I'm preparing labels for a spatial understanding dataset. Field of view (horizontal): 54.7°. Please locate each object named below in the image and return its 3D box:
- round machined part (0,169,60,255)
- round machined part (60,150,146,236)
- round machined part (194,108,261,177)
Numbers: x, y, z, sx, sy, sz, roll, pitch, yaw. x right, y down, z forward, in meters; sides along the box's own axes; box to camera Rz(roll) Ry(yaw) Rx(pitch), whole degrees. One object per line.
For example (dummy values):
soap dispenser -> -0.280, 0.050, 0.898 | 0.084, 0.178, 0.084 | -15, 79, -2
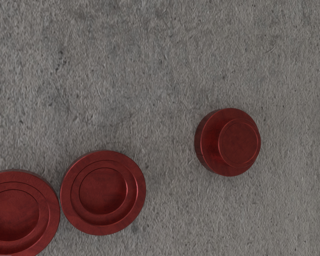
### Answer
round machined part -> -0.162, 0.093, 0.340 | 0.099, 0.042, 0.097 | 0, 90, -20
round machined part -> -0.070, 0.075, 0.374 | 0.099, 0.042, 0.097 | 0, 90, -20
round machined part -> 0.102, 0.020, 0.437 | 0.099, 0.042, 0.097 | 0, 90, -20
